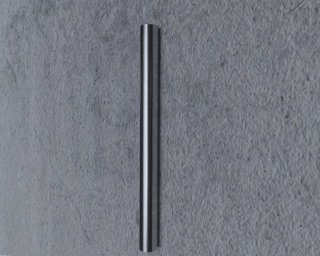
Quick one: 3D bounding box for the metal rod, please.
[{"bbox_3d":[-0.015,0.013,0.417,0.025,0.025,0.298,0,90,39],"label":"metal rod"}]
